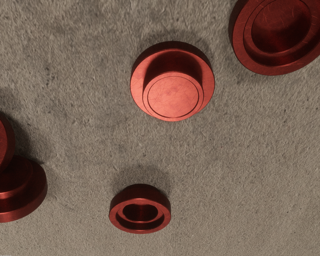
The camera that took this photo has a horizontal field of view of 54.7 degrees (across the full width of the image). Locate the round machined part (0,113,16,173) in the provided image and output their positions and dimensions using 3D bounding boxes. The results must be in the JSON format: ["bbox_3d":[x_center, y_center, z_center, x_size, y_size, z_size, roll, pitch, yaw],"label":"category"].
[{"bbox_3d":[-0.230,0.020,0.387,0.099,0.042,0.097,0,85,-1],"label":"round machined part"}]

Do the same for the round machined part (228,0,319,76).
[{"bbox_3d":[0.117,-0.105,0.309,0.099,0.042,0.097,-1,130,0],"label":"round machined part"}]

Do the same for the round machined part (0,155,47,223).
[{"bbox_3d":[-0.207,0.074,0.419,0.099,0.098,0.042,5,130,-5],"label":"round machined part"}]

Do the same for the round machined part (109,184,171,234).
[{"bbox_3d":[-0.032,0.128,0.505,0.099,0.042,0.097,-1,130,0],"label":"round machined part"}]

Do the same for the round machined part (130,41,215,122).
[{"bbox_3d":[0.015,-0.046,0.357,0.099,0.042,0.097,-1,130,0],"label":"round machined part"}]
